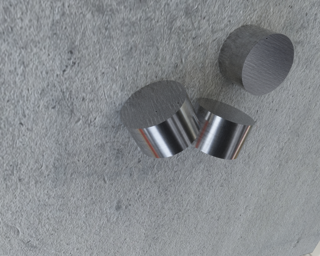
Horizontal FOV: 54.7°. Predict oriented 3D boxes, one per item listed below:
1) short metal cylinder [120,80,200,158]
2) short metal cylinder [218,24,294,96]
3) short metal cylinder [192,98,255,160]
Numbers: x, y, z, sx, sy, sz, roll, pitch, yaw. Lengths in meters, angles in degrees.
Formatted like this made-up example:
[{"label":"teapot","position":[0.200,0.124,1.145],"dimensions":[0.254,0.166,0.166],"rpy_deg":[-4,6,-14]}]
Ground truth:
[{"label":"short metal cylinder","position":[0.001,-0.011,0.365],"dimensions":[0.080,0.080,0.050],"rpy_deg":[-34,129,-6]},{"label":"short metal cylinder","position":[0.124,-0.089,0.403],"dimensions":[0.081,0.050,0.079],"rpy_deg":[-14,124,-21]},{"label":"short metal cylinder","position":[0.078,-0.001,0.413],"dimensions":[0.081,0.080,0.050],"rpy_deg":[7,115,-32]}]
